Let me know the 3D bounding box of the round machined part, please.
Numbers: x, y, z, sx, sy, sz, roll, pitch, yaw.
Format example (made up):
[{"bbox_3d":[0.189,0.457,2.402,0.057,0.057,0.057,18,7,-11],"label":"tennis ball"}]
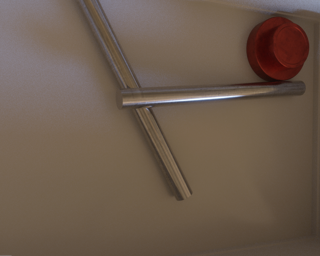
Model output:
[{"bbox_3d":[0.186,-0.121,0.472,0.099,0.042,0.097,0,90,-21],"label":"round machined part"}]

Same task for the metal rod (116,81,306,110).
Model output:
[{"bbox_3d":[0.087,-0.049,0.428,0.303,0.025,0.025,-6,93,-26],"label":"metal rod"}]

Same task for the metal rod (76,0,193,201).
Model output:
[{"bbox_3d":[-0.032,-0.040,0.399,0.025,0.025,0.299,-29,100,-18],"label":"metal rod"}]
